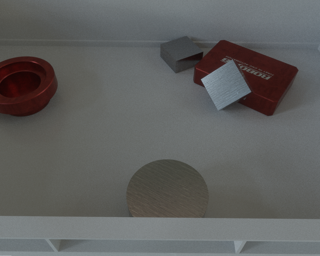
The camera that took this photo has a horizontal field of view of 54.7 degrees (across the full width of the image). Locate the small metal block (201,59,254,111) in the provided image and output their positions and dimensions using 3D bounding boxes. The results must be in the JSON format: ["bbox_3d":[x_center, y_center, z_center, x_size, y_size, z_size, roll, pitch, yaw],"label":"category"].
[{"bbox_3d":[0.093,-0.058,0.426,0.050,0.025,0.050,-31,80,24],"label":"small metal block"}]

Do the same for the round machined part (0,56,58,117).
[{"bbox_3d":[-0.194,-0.054,0.437,0.099,0.042,0.098,0,50,0],"label":"round machined part"}]

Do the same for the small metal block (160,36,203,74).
[{"bbox_3d":[0.035,-0.121,0.507,0.050,0.025,0.050,-23,54,-19],"label":"small metal block"}]

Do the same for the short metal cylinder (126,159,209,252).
[{"bbox_3d":[0.007,0.080,0.322,0.081,0.050,0.080,0,50,0],"label":"short metal cylinder"}]

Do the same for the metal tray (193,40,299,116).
[{"bbox_3d":[0.129,-0.080,0.471,0.130,0.030,0.090,28,55,21],"label":"metal tray"}]
